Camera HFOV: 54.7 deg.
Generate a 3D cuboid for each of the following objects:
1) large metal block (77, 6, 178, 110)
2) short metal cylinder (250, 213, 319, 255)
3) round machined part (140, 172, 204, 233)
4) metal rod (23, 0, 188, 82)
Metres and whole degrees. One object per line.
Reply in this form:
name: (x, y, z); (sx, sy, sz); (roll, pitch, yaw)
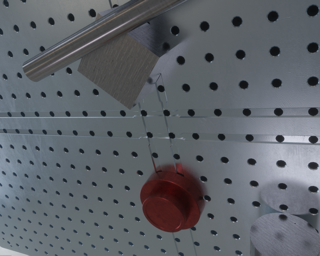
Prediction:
large metal block: (-0.040, -0.083, 0.365); (0.080, 0.050, 0.080); (37, 129, 3)
short metal cylinder: (0.155, 0.154, 0.389); (0.080, 0.080, 0.050); (6, 121, 25)
round machined part: (0.013, 0.118, 0.466); (0.098, 0.042, 0.097); (13, 124, 21)
metal rod: (-0.012, -0.116, 0.295); (0.300, 0.025, 0.025); (-22, 107, 20)
